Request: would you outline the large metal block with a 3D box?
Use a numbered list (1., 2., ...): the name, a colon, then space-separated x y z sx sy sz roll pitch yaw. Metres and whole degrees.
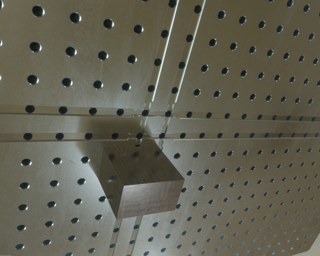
1. large metal block: -0.027 0.067 0.403 0.081 0.080 0.050 -1 119 -29
